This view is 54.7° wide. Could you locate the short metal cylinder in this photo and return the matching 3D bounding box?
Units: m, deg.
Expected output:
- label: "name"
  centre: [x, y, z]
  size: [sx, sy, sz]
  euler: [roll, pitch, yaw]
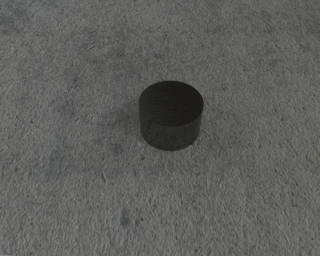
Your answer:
- label: "short metal cylinder"
  centre: [0.014, -0.016, 0.402]
  size: [0.081, 0.050, 0.080]
  euler: [0, 50, 0]
